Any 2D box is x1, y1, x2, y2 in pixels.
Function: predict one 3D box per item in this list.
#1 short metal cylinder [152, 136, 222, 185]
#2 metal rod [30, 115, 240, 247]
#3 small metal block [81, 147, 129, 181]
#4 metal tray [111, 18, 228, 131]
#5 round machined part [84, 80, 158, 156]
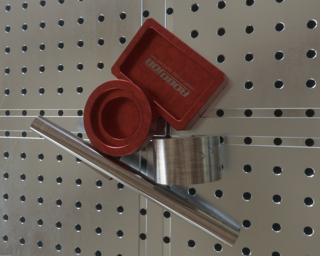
[{"bbox_3d":[0.032,0.036,0.370,0.080,0.080,0.050,-4,89,19],"label":"short metal cylinder"},{"bbox_3d":[-0.038,0.065,0.403,0.301,0.025,0.025,28,99,8],"label":"metal rod"},{"bbox_3d":[-0.075,0.038,0.438,0.050,0.025,0.050,30,99,17],"label":"small metal block"},{"bbox_3d":[0.010,-0.069,0.405,0.130,0.030,0.090,42,102,15],"label":"metal tray"},{"bbox_3d":[-0.048,-0.013,0.411,0.098,0.042,0.097,0,90,21],"label":"round machined part"}]
